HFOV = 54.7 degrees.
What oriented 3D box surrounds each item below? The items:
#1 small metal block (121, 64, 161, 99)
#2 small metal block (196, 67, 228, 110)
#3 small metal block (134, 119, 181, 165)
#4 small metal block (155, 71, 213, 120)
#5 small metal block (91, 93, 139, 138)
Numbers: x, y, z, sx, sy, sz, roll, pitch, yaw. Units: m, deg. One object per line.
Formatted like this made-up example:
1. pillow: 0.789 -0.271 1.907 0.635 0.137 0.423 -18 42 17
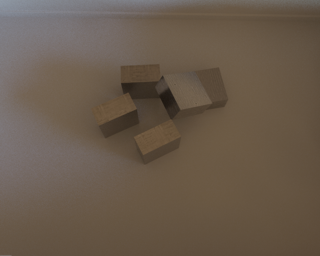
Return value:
1. small metal block: -0.025 -0.061 0.418 0.050 0.050 0.025 -3 70 -2
2. small metal block: 0.061 -0.053 0.430 0.050 0.025 0.050 -10 70 -4
3. small metal block: -0.003 0.019 0.390 0.050 0.050 0.025 -26 72 -9
4. small metal block: 0.029 -0.041 0.389 0.050 0.025 0.050 -13 68 -32
5. small metal block: -0.056 -0.015 0.401 0.050 0.050 0.025 -24 72 -9
